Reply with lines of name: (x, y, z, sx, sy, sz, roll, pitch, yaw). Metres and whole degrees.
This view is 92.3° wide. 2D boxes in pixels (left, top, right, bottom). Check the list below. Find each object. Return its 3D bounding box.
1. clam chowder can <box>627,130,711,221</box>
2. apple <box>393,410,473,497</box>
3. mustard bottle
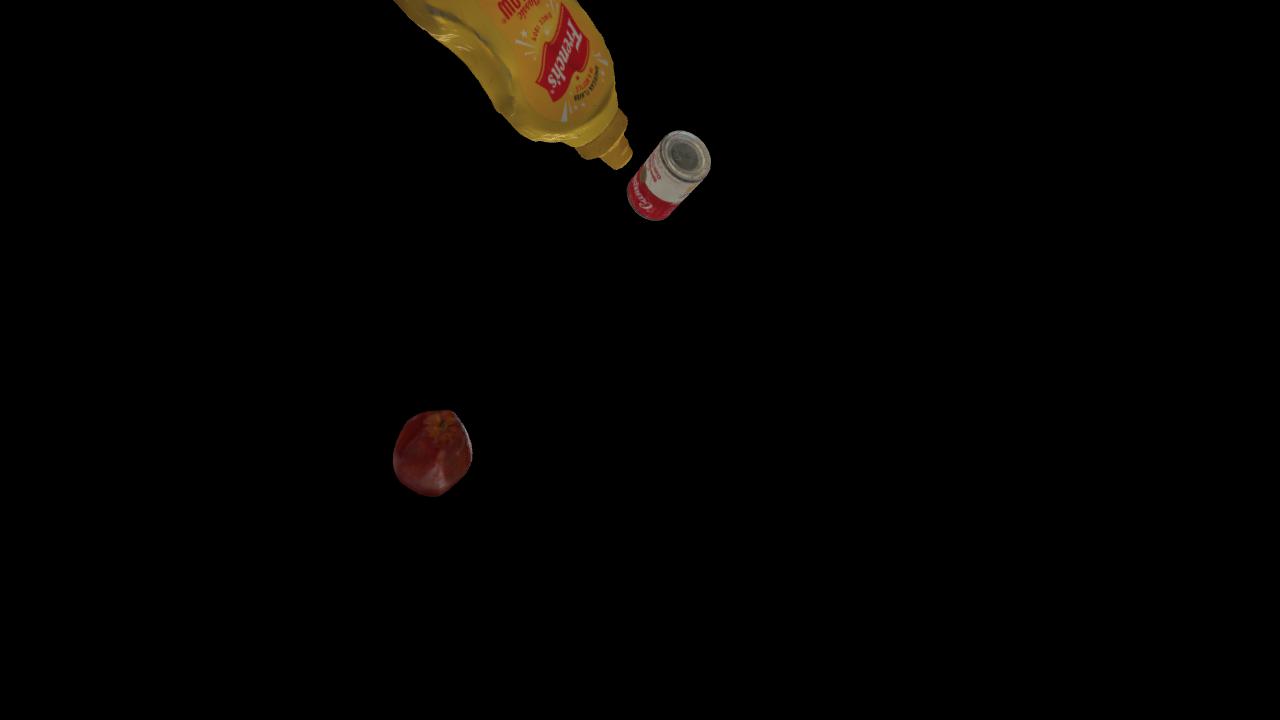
clam chowder can: (0.034, -0.222, 0.747, 0.068, 0.068, 0.102, 0, -14, -25)
apple: (-0.210, 0.093, 0.625, 0.079, 0.079, 0.093, 0, -42, -27)
mustard bottle: (-0.064, -0.193, 0.393, 0.054, 0.092, 0.184, 3, -30, 44)
